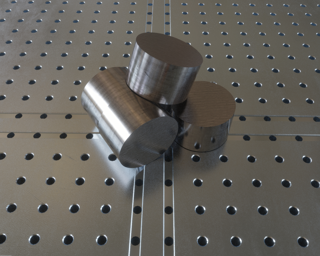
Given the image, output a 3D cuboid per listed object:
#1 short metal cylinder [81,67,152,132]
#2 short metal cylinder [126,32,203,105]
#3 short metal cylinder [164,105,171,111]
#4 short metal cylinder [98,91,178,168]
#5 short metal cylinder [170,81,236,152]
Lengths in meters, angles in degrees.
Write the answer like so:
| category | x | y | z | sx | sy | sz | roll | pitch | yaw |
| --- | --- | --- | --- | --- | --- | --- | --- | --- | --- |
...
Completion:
| category | x | y | z | sx | sy | sz | roll | pitch | yaw |
| --- | --- | --- | --- | --- | --- | --- | --- | --- | --- |
| short metal cylinder | -0.053 | -0.031 | 0.397 | 0.081 | 0.080 | 0.050 | -27 | 56 | -21 |
| short metal cylinder | 0.004 | -0.072 | 0.368 | 0.081 | 0.050 | 0.080 | 14 | 36 | -10 |
| short metal cylinder | 0.009 | -0.067 | 0.447 | 0.081 | 0.050 | 0.080 | 0 | 50 | 0 |
| short metal cylinder | -0.026 | 0.002 | 0.370 | 0.081 | 0.080 | 0.050 | -27 | 56 | -21 |
| short metal cylinder | 0.054 | -0.016 | 0.404 | 0.081 | 0.050 | 0.080 | 0 | 50 | 0 |
